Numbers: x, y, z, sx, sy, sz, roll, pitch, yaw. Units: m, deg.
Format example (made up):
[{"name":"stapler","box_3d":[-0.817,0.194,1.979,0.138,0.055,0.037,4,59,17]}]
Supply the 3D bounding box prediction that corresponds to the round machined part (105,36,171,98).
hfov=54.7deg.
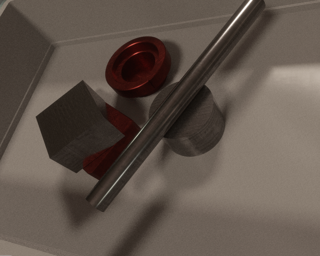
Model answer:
[{"name":"round machined part","box_3d":[-0.028,-0.085,0.460,0.098,0.042,0.098,-13,56,20]}]

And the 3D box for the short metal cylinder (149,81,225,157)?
[{"name":"short metal cylinder","box_3d":[0.033,-0.011,0.378,0.080,0.050,0.080,-13,56,20]}]

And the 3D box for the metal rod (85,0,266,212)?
[{"name":"metal rod","box_3d":[0.024,-0.035,0.349,0.025,0.025,0.300,32,79,37]}]

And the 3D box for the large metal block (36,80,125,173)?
[{"name":"large metal block","box_3d":[-0.105,-0.002,0.405,0.080,0.050,0.080,-38,51,2]}]

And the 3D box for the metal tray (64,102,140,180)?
[{"name":"metal tray","box_3d":[-0.099,0.005,0.450,0.130,0.030,0.090,32,79,37]}]
